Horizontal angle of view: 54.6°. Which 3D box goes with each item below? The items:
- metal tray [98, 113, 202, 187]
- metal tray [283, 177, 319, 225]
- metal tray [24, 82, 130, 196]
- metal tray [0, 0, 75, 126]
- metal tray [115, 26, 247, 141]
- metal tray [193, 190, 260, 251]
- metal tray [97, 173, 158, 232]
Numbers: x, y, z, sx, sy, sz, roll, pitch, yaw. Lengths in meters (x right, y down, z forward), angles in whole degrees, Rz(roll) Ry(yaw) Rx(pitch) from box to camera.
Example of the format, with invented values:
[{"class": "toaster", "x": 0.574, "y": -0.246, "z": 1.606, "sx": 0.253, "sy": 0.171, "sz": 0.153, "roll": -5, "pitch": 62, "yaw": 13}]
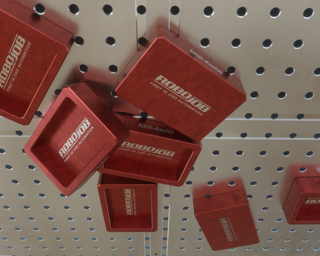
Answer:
[{"class": "metal tray", "x": -0.017, "y": 0.034, "z": 0.436, "sx": 0.131, "sy": 0.030, "sz": 0.089, "roll": 12, "pitch": 129, "yaw": -11}, {"class": "metal tray", "x": 0.282, "y": 0.122, "z": 0.513, "sx": 0.131, "sy": 0.030, "sz": 0.089, "roll": -1, "pitch": 130, "yaw": 0}, {"class": "metal tray", "x": -0.109, "y": 0.017, "z": 0.393, "sx": 0.090, "sy": 0.030, "sz": 0.129, "roll": 47, "pitch": 121, "yaw": 3}, {"class": "metal tray", "x": -0.166, "y": -0.070, "z": 0.347, "sx": 0.090, "sy": 0.030, "sz": 0.129, "roll": 28, "pitch": 125, "yaw": -22}, {"class": "metal tray", "x": 0.025, "y": -0.046, "z": 0.369, "sx": 0.131, "sy": 0.030, "sz": 0.090, "roll": 30, "pitch": 124, "yaw": -23}, {"class": "metal tray", "x": 0.120, "y": 0.168, "z": 0.552, "sx": 0.090, "sy": 0.030, "sz": 0.130, "roll": -16, "pitch": 129, "yaw": 13}, {"class": "metal tray", "x": -0.049, "y": 0.124, "z": 0.512, "sx": 0.090, "sy": 0.030, "sz": 0.129, "roll": 0, "pitch": 130, "yaw": 0}]
